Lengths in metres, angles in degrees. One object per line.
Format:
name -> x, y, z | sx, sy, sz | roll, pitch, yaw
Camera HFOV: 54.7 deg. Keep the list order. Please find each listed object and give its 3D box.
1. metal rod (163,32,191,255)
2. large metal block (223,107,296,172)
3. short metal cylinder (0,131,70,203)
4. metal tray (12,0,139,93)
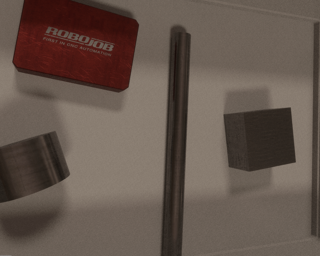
metal rod -> 0.023, 0.022, 0.420 | 0.025, 0.025, 0.298 | 3, 89, -20
large metal block -> 0.145, 0.015, 0.453 | 0.081, 0.050, 0.079 | -7, 93, -20
short metal cylinder -> -0.143, 0.039, 0.329 | 0.081, 0.080, 0.050 | -19, 97, -19
metal tray -> -0.098, -0.100, 0.372 | 0.131, 0.030, 0.089 | 10, 87, -20
